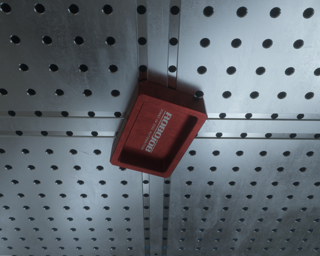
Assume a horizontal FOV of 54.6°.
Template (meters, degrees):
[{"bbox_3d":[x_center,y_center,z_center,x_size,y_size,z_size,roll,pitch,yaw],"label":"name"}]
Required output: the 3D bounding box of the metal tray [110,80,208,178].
[{"bbox_3d":[-0.006,0.007,0.414,0.091,0.030,0.129,16,129,-14],"label":"metal tray"}]
